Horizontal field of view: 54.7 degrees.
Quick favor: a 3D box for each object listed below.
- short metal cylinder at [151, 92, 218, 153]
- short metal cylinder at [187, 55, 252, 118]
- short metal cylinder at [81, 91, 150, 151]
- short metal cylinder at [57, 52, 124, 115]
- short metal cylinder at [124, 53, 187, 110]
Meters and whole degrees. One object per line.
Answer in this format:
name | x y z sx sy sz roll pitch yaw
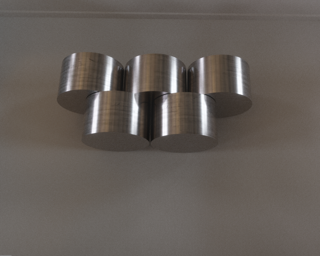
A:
short metal cylinder | 0.029 -0.004 0.380 0.080 0.080 0.050 1 70 0
short metal cylinder | 0.075 -0.051 0.397 0.080 0.080 0.050 2 70 0
short metal cylinder | -0.053 -0.006 0.380 0.080 0.080 0.050 1 70 0
short metal cylinder | -0.087 -0.054 0.398 0.080 0.080 0.050 1 70 0
short metal cylinder | -0.006 -0.052 0.397 0.080 0.080 0.050 1 70 0
